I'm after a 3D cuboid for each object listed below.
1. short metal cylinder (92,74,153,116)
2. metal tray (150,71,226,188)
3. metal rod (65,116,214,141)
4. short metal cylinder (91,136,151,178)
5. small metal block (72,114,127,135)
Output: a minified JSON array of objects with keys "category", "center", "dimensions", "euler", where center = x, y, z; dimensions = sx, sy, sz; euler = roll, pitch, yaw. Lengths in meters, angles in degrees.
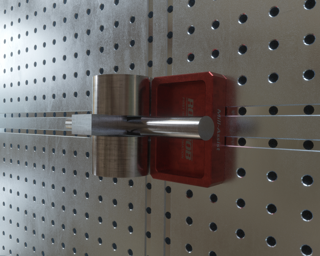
[{"category":"short metal cylinder","center":[-0.049,-0.041,0.412],"dimensions":[0.080,0.081,0.050],"euler":[1,91,40]},{"category":"metal tray","center":[0.032,0.001,0.379],"dimensions":[0.090,0.030,0.129],"euler":[2,91,40]},{"category":"metal rod","center":[-0.053,-0.003,0.422],"dimensions":[0.300,0.025,0.025],"euler":[2,92,49]},{"category":"short metal cylinder","center":[-0.051,0.035,0.415],"dimensions":[0.080,0.081,0.050],"euler":[2,92,40]},{"category":"small metal block","center":[-0.078,-0.004,0.395],"dimensions":[0.050,0.050,0.025],"euler":[1,91,48]}]
